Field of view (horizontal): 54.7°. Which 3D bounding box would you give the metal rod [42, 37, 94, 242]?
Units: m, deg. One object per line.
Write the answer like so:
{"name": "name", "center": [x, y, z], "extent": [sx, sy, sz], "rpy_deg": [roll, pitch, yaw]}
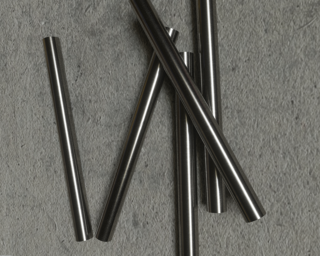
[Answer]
{"name": "metal rod", "center": [-0.136, 0.013, 0.457], "extent": [0.025, 0.025, 0.298], "rpy_deg": [-12, 86, 19]}

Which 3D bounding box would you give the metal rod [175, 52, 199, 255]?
{"name": "metal rod", "center": [0.035, 0.054, 0.396], "extent": [0.025, 0.025, 0.298], "rpy_deg": [-2, 89, 20]}

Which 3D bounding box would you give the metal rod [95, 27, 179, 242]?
{"name": "metal rod", "center": [-0.033, 0.013, 0.420], "extent": [0.025, 0.025, 0.298], "rpy_deg": [20, 97, 19]}

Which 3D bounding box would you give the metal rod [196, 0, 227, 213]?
{"name": "metal rod", "center": [0.063, -0.047, 0.386], "extent": [0.025, 0.025, 0.298], "rpy_deg": [-3, 89, 20]}

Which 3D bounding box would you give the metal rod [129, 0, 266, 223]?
{"name": "metal rod", "center": [0.039, -0.032, 0.367], "extent": [0.025, 0.025, 0.299], "rpy_deg": [-30, 80, 17]}
